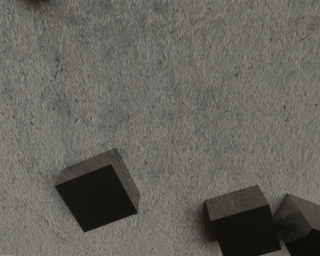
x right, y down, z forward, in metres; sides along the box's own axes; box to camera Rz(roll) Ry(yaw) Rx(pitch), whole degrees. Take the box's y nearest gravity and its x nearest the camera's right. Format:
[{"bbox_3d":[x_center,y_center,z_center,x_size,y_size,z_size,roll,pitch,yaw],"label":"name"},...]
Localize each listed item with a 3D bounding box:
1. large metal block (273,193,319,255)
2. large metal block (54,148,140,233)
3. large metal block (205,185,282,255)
[{"bbox_3d":[0.217,0.146,0.436,0.080,0.080,0.050,21,109,-8],"label":"large metal block"},{"bbox_3d":[-0.082,0.085,0.427,0.080,0.050,0.080,-22,109,8],"label":"large metal block"},{"bbox_3d":[0.119,0.139,0.449,0.080,0.050,0.080,-18,109,6],"label":"large metal block"}]
